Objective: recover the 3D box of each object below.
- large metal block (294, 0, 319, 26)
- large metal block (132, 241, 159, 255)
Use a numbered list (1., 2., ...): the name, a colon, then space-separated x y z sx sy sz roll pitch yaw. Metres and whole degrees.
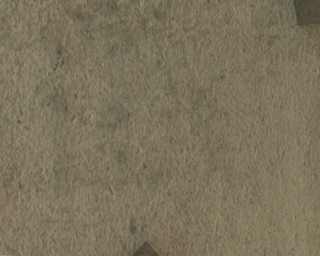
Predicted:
1. large metal block: 0.264 -0.215 0.495 0.081 0.050 0.079 -13 95 -20
2. large metal block: -0.014 0.209 0.392 0.080 0.050 0.080 -42 104 -15
